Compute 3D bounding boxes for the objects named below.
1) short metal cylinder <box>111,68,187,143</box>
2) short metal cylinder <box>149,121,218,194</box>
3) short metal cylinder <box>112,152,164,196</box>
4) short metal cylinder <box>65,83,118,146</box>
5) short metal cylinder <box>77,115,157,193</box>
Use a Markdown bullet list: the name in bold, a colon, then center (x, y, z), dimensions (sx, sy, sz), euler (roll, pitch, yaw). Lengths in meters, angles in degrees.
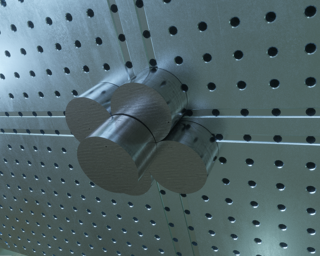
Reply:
- **short metal cylinder**: center (-0.013, -0.028, 0.382), dimensions (0.080, 0.050, 0.079), euler (13, 124, 20)
- **short metal cylinder**: center (0.030, 0.038, 0.401), dimensions (0.080, 0.050, 0.079), euler (13, 124, 20)
- **short metal cylinder**: center (-0.038, 0.049, 0.443), dimensions (0.080, 0.050, 0.079), euler (13, 124, 20)
- **short metal cylinder**: center (-0.081, -0.016, 0.425), dimensions (0.080, 0.050, 0.079), euler (13, 124, 20)
- **short metal cylinder**: center (-0.051, 0.031, 0.372), dimensions (0.080, 0.050, 0.079), euler (13, 125, 19)
